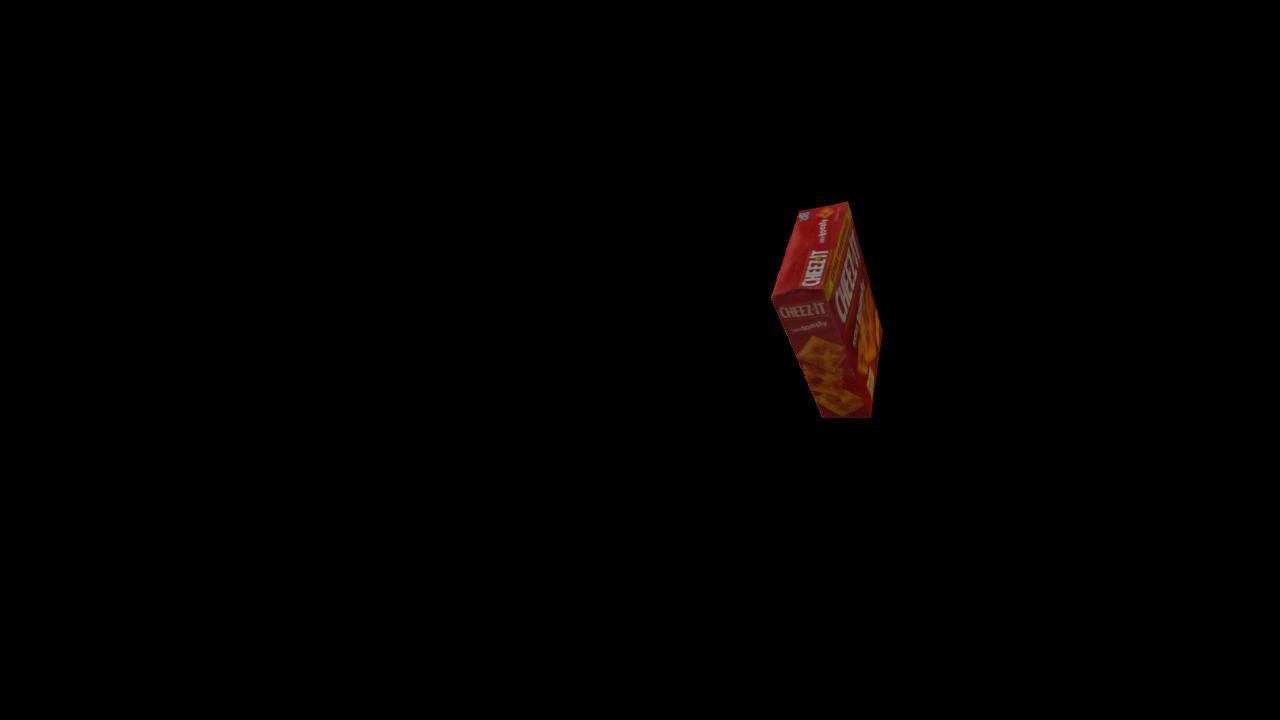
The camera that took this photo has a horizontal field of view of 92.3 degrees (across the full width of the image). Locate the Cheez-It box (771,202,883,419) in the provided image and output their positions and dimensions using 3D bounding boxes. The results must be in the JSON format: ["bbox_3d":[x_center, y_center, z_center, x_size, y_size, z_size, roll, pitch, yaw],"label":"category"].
[{"bbox_3d":[0.243,-0.057,0.770,0.071,0.166,0.223,-5,-46,33],"label":"Cheez-It box"}]
